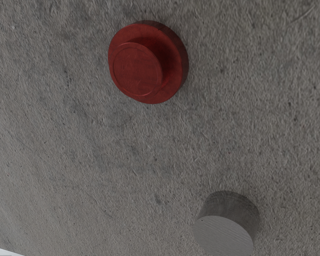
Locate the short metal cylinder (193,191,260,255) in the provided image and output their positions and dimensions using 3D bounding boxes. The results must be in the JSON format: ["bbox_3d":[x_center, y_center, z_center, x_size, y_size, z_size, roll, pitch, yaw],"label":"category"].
[{"bbox_3d":[0.092,0.134,0.425,0.080,0.050,0.079,13,124,21],"label":"short metal cylinder"}]

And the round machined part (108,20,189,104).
[{"bbox_3d":[-0.020,-0.072,0.362,0.098,0.042,0.097,13,124,21],"label":"round machined part"}]
